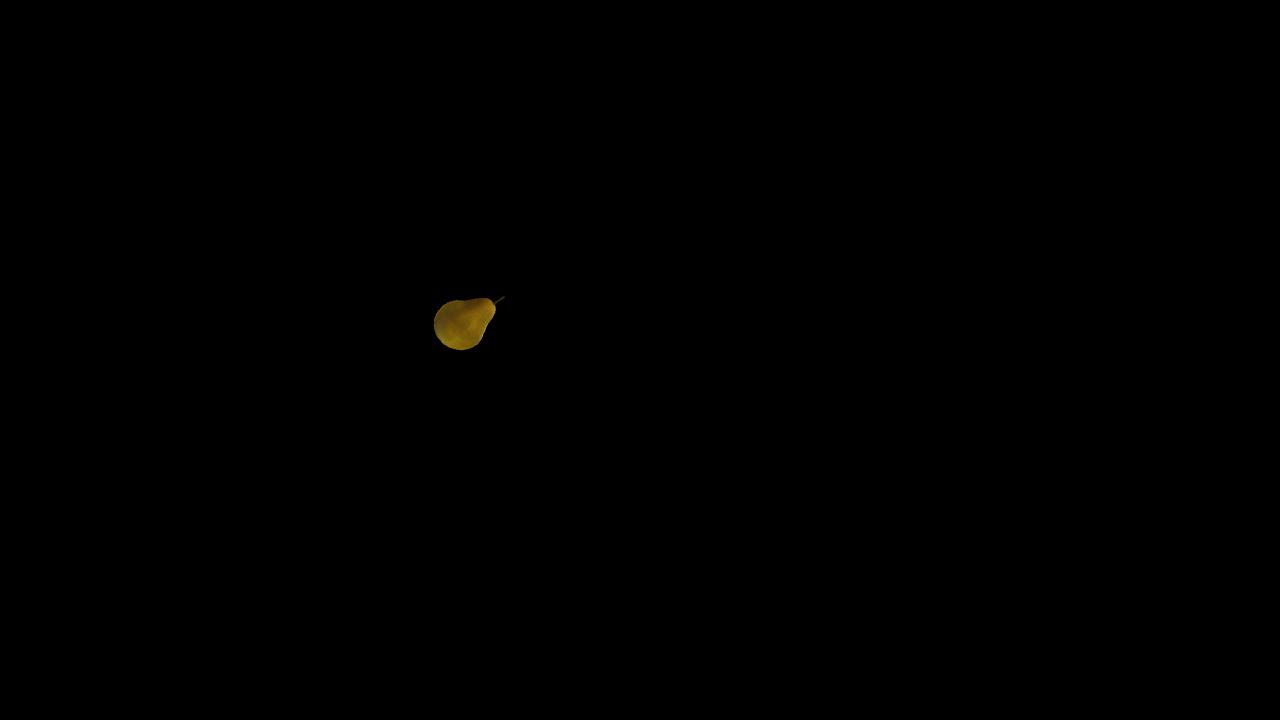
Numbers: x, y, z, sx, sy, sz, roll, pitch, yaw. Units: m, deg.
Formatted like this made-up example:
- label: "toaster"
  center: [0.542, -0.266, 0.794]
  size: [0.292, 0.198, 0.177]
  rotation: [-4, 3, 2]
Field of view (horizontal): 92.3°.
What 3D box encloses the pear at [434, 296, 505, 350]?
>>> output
- label: "pear"
  center: [-0.256, -0.064, 0.933]
  size: [0.111, 0.080, 0.080]
  rotation: [-34, -10, 15]
